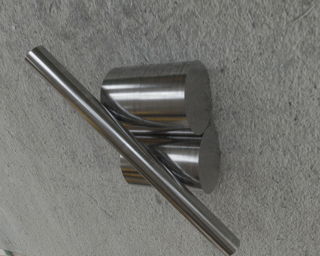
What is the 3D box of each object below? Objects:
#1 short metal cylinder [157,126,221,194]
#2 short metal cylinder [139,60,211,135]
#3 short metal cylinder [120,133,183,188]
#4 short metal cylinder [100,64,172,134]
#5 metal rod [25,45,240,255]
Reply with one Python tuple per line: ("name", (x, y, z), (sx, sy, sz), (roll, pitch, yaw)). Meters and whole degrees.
("short metal cylinder", (0.037, 0.037, 0.376), (0.050, 0.080, 0.080), (1, 119, 28))
("short metal cylinder", (0.020, -0.032, 0.343), (0.050, 0.080, 0.080), (1, 119, 28))
("short metal cylinder", (-0.007, 0.037, 0.400), (0.050, 0.080, 0.080), (1, 119, 28))
("short metal cylinder", (-0.025, -0.033, 0.365), (0.050, 0.080, 0.080), (1, 119, 28))
("metal rod", (-0.026, 0.028, 0.336), (0.300, 0.025, 0.025), (45, 129, -4))
